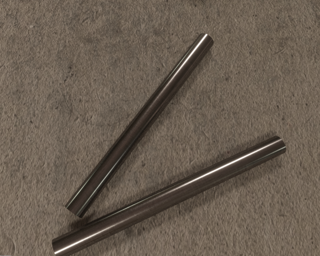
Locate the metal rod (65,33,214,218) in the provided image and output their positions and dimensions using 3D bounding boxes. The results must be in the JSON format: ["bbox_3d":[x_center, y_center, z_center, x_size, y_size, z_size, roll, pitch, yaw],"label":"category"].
[{"bbox_3d":[-0.018,-0.015,0.413,0.025,0.025,0.300,33,73,11],"label":"metal rod"}]

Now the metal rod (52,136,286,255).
[{"bbox_3d":[0.019,0.080,0.378,0.302,0.025,0.025,-23,72,-9],"label":"metal rod"}]
